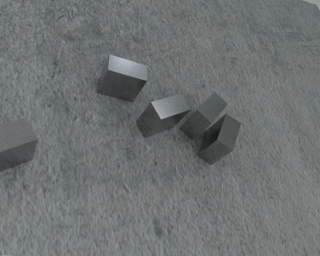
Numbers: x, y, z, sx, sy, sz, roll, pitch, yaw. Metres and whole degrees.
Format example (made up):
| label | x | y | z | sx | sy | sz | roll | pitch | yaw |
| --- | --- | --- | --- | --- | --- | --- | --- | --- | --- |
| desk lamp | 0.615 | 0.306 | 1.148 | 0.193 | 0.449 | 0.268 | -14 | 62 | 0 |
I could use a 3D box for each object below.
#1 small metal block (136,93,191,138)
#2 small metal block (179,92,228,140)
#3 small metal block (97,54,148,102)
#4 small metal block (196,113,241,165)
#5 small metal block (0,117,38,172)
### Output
| label | x | y | z | sx | sy | sz | roll | pitch | yaw |
| --- | --- | --- | --- | --- | --- | --- | --- | --- | --- |
| small metal block | 0.004 | -0.016 | 0.401 | 0.050 | 0.050 | 0.025 | -20 | 73 | -36 |
| small metal block | 0.061 | -0.016 | 0.432 | 0.025 | 0.050 | 0.050 | 44 | 51 | 2 |
| small metal block | -0.049 | -0.063 | 0.401 | 0.050 | 0.050 | 0.025 | 13 | 56 | -22 |
| small metal block | 0.080 | 0.016 | 0.423 | 0.025 | 0.050 | 0.050 | 33 | 51 | -7 |
| small metal block | -0.150 | 0.020 | 0.296 | 0.050 | 0.050 | 0.025 | -23 | 74 | -36 |
